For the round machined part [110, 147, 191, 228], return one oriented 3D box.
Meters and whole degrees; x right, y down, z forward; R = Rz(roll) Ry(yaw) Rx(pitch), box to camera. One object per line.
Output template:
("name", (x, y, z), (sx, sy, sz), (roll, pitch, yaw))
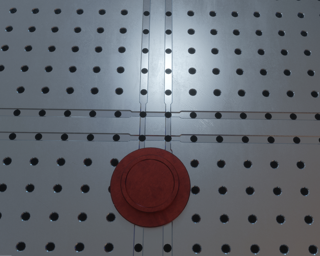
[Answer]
("round machined part", (-0.012, 0.070, 0.377), (0.099, 0.042, 0.098), (0, 70, -1))
